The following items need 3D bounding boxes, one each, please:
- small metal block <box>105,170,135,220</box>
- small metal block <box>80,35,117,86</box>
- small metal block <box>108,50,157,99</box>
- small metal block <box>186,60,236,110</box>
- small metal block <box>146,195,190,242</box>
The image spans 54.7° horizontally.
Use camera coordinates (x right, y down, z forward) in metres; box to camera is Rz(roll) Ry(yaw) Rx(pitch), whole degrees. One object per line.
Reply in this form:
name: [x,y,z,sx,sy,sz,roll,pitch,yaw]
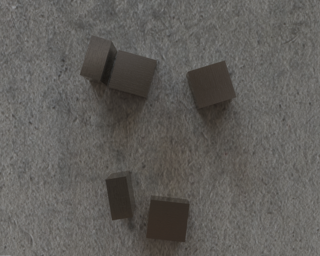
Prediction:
small metal block: [-0.049,0.084,0.397,0.025,0.050,0.050,-9,90,0]
small metal block: [-0.077,-0.084,0.396,0.025,0.050,0.050,16,90,0]
small metal block: [-0.035,-0.070,0.410,0.050,0.025,0.050,15,90,-1]
small metal block: [0.067,-0.056,0.411,0.050,0.025,0.050,-17,90,-1]
small metal block: [0.010,0.119,0.410,0.050,0.025,0.050,7,90,-1]
